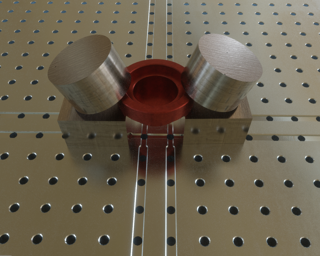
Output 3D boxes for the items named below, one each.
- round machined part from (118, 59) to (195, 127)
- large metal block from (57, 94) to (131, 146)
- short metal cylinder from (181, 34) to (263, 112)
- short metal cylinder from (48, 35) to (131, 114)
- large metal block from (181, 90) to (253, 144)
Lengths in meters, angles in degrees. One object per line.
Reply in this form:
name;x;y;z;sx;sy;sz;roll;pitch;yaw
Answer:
round machined part;-0.005;-0.041;0.392;0.099;0.042;0.098;0;50;0
large metal block;-0.080;-0.023;0.410;0.080;0.050;0.080;1;50;0
short metal cylinder;0.071;-0.065;0.365;0.081;0.050;0.080;13;48;-15
short metal cylinder;-0.081;-0.063;0.362;0.080;0.050;0.080;-13;49;16
large metal block;0.070;-0.026;0.413;0.081;0.050;0.080;-1;50;-1
